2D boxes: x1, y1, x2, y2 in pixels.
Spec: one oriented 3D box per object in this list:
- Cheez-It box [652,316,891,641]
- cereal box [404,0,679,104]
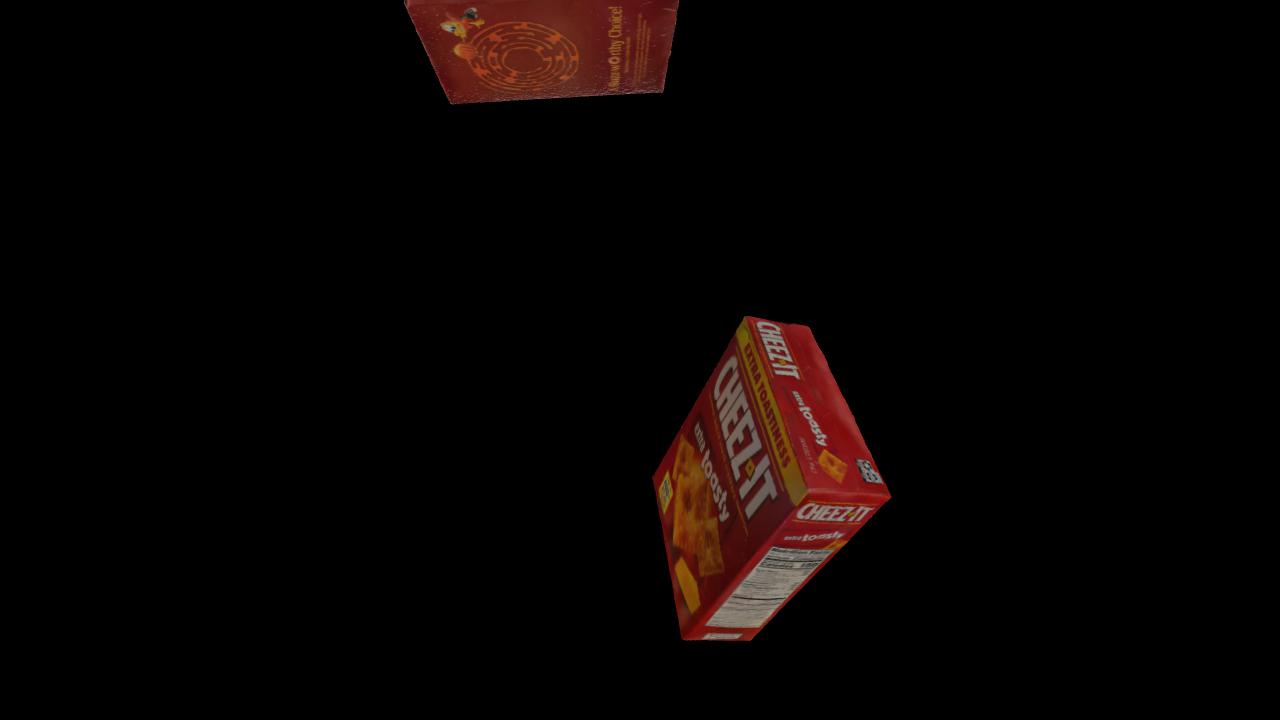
[{"bbox_3d":[0.085,0.101,0.496,0.071,0.166,0.223,8,-47,-18],"label":"Cheez-It box"},{"bbox_3d":[-0.113,-0.411,0.767,0.306,0.081,0.203,-4,-7,-3],"label":"cereal box"}]
